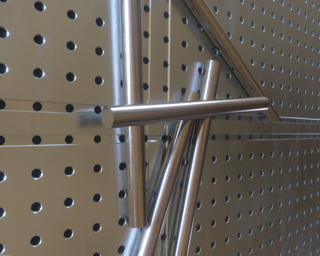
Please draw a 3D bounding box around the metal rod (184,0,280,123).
[{"bbox_3d":[0.126,-0.110,0.517,0.300,0.025,0.025,45,63,-31],"label":"metal rod"}]

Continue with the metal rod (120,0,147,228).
[{"bbox_3d":[-0.033,-0.028,0.383,0.025,0.025,0.298,-3,92,-40],"label":"metal rod"}]

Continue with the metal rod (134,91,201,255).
[{"bbox_3d":[0.003,0.090,0.414,0.025,0.025,0.299,29,72,-37],"label":"metal rod"}]

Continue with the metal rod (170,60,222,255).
[{"bbox_3d":[0.054,0.044,0.456,0.025,0.025,0.299,19,78,-39],"label":"metal rod"}]

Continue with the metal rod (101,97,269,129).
[{"bbox_3d":[0.059,-0.026,0.426,0.302,0.025,0.025,-7,95,-40],"label":"metal rod"}]
